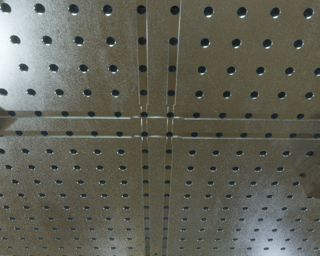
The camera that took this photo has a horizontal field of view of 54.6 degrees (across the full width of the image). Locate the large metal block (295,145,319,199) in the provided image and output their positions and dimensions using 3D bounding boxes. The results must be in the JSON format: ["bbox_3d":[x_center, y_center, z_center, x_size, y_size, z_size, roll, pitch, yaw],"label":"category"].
[{"bbox_3d":[0.263,0.064,0.451,0.080,0.050,0.080,16,128,-14],"label":"large metal block"}]
